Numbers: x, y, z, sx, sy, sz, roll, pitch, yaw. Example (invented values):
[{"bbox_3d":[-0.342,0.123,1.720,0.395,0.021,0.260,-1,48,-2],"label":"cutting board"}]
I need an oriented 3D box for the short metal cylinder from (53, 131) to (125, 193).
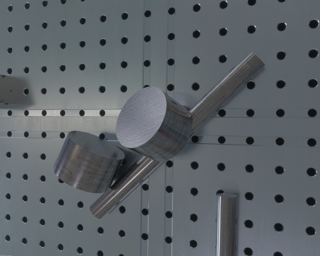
[{"bbox_3d":[-0.095,0.044,0.417,0.080,0.080,0.050,29,99,17],"label":"short metal cylinder"}]

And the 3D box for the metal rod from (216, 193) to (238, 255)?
[{"bbox_3d":[0.080,0.232,0.384,0.025,0.025,0.298,1,90,20],"label":"metal rod"}]

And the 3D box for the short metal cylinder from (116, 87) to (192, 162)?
[{"bbox_3d":[-0.008,-0.004,0.383,0.080,0.050,0.080,-22,53,33],"label":"short metal cylinder"}]

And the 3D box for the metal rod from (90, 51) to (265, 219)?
[{"bbox_3d":[0.013,0.018,0.407,0.299,0.025,0.025,-44,76,14],"label":"metal rod"}]

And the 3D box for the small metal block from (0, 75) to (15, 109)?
[{"bbox_3d":[-0.267,-0.059,0.494,0.025,0.050,0.050,-20,84,19],"label":"small metal block"}]
